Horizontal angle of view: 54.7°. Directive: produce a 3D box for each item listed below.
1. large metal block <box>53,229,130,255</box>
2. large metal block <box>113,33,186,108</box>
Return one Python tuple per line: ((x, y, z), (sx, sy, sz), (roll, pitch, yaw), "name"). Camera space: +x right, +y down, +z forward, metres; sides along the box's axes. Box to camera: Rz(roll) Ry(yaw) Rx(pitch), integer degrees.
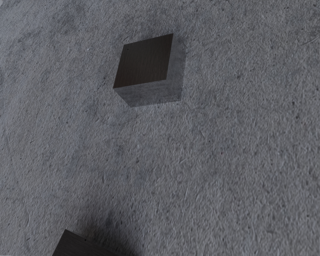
((-0.076, 0.164, 0.327), (0.080, 0.050, 0.080), (11, 67, 32), "large metal block")
((-0.012, -0.081, 0.444), (0.080, 0.050, 0.080), (-6, 59, 25), "large metal block")
